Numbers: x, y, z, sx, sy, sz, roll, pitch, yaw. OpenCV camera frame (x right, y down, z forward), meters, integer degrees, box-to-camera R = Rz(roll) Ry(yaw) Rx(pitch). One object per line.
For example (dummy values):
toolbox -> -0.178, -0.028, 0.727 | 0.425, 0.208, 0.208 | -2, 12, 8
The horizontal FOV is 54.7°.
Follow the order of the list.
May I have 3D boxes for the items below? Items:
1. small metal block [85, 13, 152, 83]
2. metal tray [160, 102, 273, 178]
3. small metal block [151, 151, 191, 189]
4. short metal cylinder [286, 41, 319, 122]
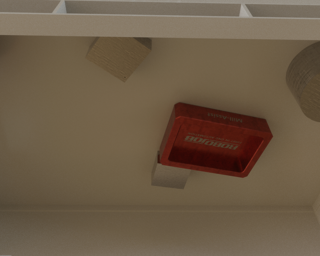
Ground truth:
small metal block -> -0.044, -0.086, 0.336 | 0.050, 0.025, 0.050 | 31, 124, -24
metal tray -> 0.073, 0.020, 0.423 | 0.131, 0.030, 0.089 | 10, 129, -9
small metal block -> 0.016, 0.064, 0.464 | 0.050, 0.025, 0.050 | 8, 130, -8
short metal cylinder -> 0.192, -0.052, 0.351 | 0.081, 0.050, 0.079 | 0, 130, 0
